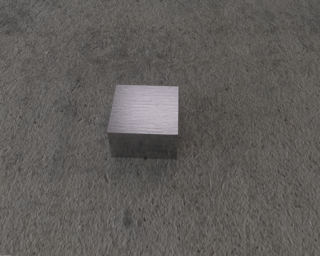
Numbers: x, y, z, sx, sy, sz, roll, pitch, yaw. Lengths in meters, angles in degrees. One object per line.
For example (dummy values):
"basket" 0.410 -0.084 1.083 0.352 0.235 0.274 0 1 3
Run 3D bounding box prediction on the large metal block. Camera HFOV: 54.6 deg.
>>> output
"large metal block" -0.018 -0.008 0.394 0.080 0.050 0.080 2 50 1
